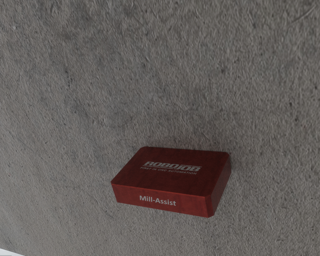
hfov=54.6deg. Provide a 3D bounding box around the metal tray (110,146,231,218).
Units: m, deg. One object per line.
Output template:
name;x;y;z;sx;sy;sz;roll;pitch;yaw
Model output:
metal tray;0.015;0.063;0.395;0.130;0.090;0.030;2;119;27
